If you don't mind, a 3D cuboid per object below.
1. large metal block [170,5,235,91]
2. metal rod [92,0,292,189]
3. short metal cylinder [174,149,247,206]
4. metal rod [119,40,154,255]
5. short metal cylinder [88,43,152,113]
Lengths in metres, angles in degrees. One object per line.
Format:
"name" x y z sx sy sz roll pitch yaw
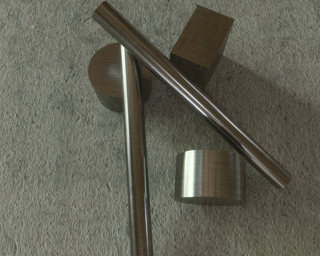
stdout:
"large metal block" 0.053 -0.100 0.416 0.050 0.080 0.080 25 72 9
"metal rod" 0.043 -0.033 0.366 0.300 0.025 0.025 42 74 -8
"short metal cylinder" 0.058 0.060 0.357 0.080 0.080 0.050 3 70 1
"metal rod" -0.028 0.032 0.361 0.025 0.025 0.298 -4 83 -2
"short metal cylinder" -0.052 -0.067 0.419 0.081 0.050 0.080 0 70 0
